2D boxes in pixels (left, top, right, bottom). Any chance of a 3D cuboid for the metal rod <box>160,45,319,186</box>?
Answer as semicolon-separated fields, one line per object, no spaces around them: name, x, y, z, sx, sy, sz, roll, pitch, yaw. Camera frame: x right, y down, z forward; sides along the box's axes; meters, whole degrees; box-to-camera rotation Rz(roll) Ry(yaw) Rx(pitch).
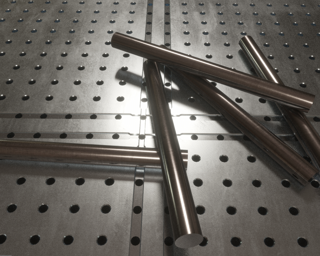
metal rod;0.088;-0.034;0.437;0.025;0.025;0.300;-29;56;-23

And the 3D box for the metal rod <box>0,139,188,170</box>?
metal rod;-0.118;0.030;0.380;0.302;0.025;0.025;3;50;2

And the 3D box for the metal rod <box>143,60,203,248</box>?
metal rod;0.005;0.000;0.379;0.025;0.025;0.300;-6;42;-5

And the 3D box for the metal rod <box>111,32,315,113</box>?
metal rod;0.063;-0.085;0.445;0.301;0.025;0.025;22;53;17

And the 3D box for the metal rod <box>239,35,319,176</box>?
metal rod;0.178;-0.036;0.440;0.025;0.025;0.300;-9;51;-8
